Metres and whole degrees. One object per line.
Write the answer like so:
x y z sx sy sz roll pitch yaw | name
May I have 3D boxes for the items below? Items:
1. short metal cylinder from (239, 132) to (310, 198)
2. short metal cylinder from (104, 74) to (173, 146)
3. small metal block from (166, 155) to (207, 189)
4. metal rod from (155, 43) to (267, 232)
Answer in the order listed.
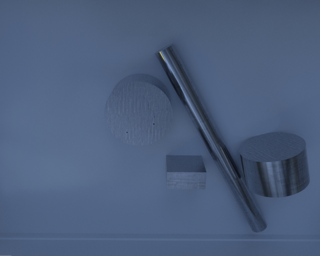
0.148 0.045 0.401 0.080 0.080 0.050 -14 110 5 | short metal cylinder
-0.025 -0.024 0.389 0.081 0.050 0.079 0 110 -1 | short metal cylinder
0.034 0.059 0.420 0.050 0.050 0.025 1 110 -1 | small metal block
0.077 0.026 0.421 0.025 0.025 0.299 -28 108 9 | metal rod
